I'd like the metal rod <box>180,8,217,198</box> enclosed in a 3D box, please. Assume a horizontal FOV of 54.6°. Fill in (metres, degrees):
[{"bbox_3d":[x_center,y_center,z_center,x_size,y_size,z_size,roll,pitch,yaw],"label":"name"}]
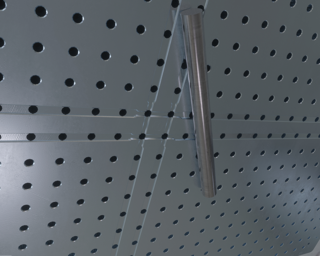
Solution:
[{"bbox_3d":[0.059,-0.012,0.435,0.025,0.025,0.299,-22,127,-15],"label":"metal rod"}]
